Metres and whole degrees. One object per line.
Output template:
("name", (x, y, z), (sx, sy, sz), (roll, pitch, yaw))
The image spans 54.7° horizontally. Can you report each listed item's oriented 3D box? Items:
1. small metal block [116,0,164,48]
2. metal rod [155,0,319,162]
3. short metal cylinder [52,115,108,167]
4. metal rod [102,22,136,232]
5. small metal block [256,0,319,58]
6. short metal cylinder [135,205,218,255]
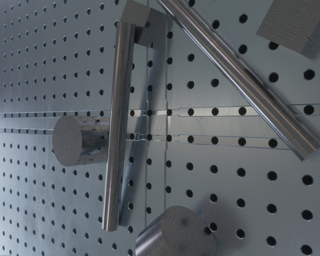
("small metal block", (-0.029, -0.147, 0.434), (0.050, 0.025, 0.050), (36, 112, 34))
("metal rod", (0.066, -0.087, 0.354), (0.025, 0.025, 0.299), (-50, 61, 28))
("short metal cylinder", (-0.129, 0.020, 0.500), (0.080, 0.050, 0.079), (0, 90, 40))
("metal rod", (-0.060, 0.006, 0.441), (0.025, 0.025, 0.298), (16, 105, 39))
("small metal block", (0.131, -0.103, 0.301), (0.050, 0.025, 0.050), (39, 113, 33))
("short metal cylinder", (0.019, 0.138, 0.358), (0.050, 0.081, 0.080), (-49, 61, 29))
